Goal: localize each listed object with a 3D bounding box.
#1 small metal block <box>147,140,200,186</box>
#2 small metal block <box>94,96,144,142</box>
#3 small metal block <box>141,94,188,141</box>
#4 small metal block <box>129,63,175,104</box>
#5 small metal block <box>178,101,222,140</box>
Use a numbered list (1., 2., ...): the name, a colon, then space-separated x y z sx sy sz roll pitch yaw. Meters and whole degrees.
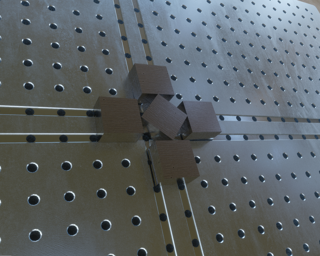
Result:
1. small metal block: 0.017 0.043 0.392 0.050 0.025 0.050 0 62 -29
2. small metal block: -0.052 -0.010 0.387 0.050 0.025 0.050 1 61 -28
3. small metal block: 0.002 -0.010 0.416 0.050 0.025 0.050 36 51 -5
4. small metal block: -0.012 -0.062 0.441 0.050 0.025 0.050 -1 62 -29
5. small metal block: 0.055 -0.011 0.446 0.050 0.025 0.050 0 62 -29
